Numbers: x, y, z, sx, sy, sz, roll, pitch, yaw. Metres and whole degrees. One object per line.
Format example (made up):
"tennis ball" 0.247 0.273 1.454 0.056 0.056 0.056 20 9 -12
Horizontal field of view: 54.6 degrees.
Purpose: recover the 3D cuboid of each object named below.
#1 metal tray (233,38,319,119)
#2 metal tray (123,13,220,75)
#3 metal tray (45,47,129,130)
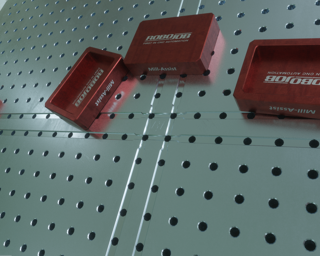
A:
"metal tray" 0.161 -0.059 0.356 0.130 0.030 0.090 8 66 32
"metal tray" 0.016 -0.127 0.475 0.130 0.030 0.090 5 64 30
"metal tray" -0.120 -0.069 0.511 0.090 0.030 0.130 23 74 36
